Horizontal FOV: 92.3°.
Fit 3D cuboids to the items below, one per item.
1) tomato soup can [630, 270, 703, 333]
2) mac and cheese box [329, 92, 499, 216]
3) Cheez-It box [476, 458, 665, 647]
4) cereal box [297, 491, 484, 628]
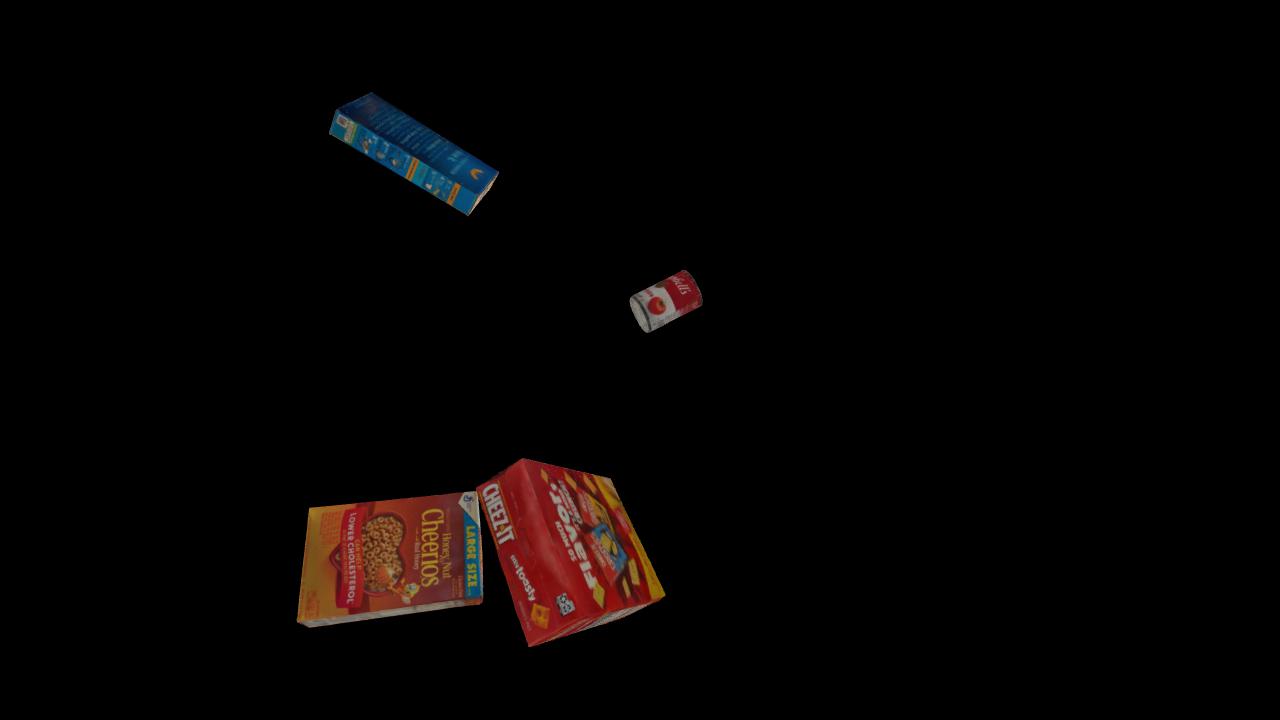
[{"bbox_3d":[0.041,-0.094,0.998,0.101,0.068,0.068,-28,5,-10],"label":"tomato soup can"},{"bbox_3d":[-0.280,-0.262,0.781,0.184,0.041,0.093,30,33,-14],"label":"mac and cheese box"},{"bbox_3d":[-0.069,0.207,0.680,0.071,0.166,0.223,-33,-24,11],"label":"Cheez-It box"},{"bbox_3d":[-0.449,0.362,1.137,0.306,0.203,0.081,-3,-31,-13],"label":"cereal box"}]
